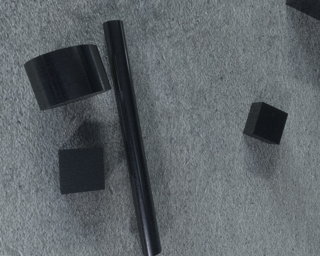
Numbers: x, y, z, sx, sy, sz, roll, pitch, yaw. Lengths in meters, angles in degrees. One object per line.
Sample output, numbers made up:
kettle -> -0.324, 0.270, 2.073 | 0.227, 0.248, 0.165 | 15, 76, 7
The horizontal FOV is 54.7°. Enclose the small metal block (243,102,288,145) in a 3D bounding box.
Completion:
small metal block -> 0.160, -0.007, 0.470 | 0.050, 0.025, 0.050 | 21, 83, -19

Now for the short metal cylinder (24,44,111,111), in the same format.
short metal cylinder -> -0.100, -0.055, 0.343 | 0.081, 0.080, 0.050 | -20, 97, -19

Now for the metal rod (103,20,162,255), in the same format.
metal rod -> -0.035, 0.016, 0.397 | 0.025, 0.025, 0.298 | -11, 94, -20

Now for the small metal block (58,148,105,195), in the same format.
small metal block -> -0.095, 0.050, 0.375 | 0.050, 0.025, 0.050 | -3, 91, -20

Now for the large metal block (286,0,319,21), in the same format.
large metal block -> 0.257, -0.228, 0.493 | 0.081, 0.050, 0.080 | 15, 85, -20
